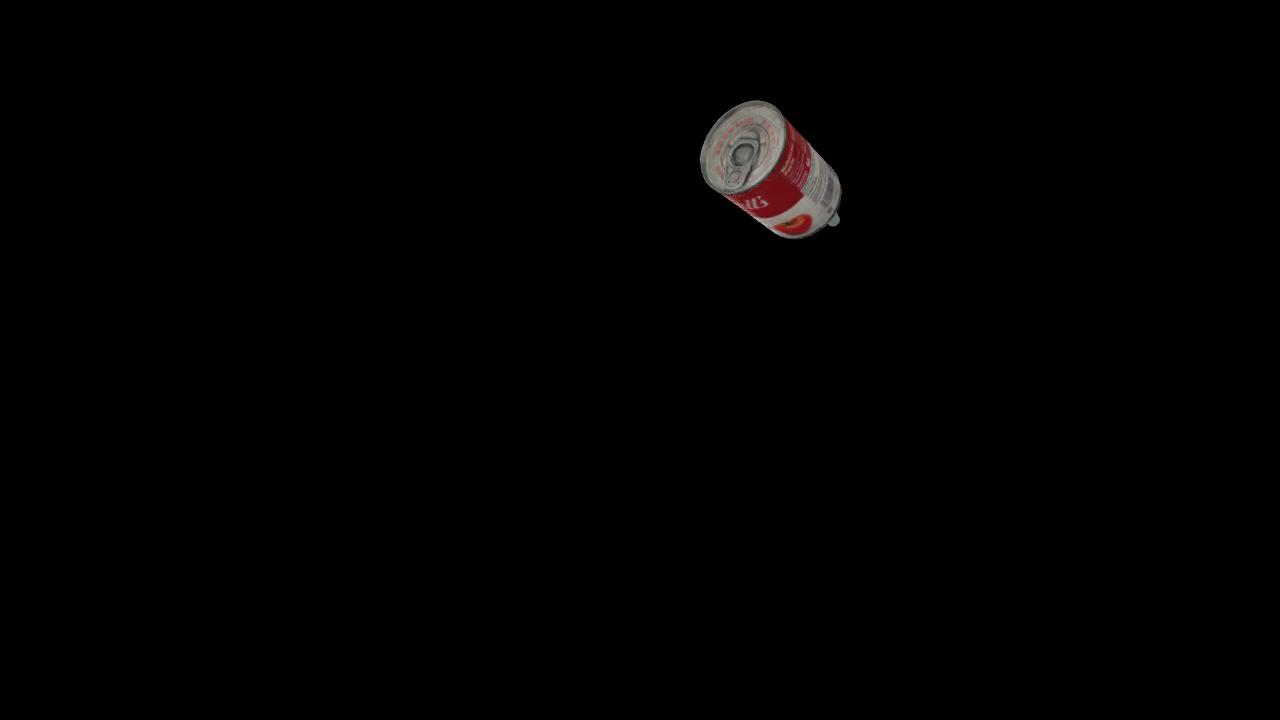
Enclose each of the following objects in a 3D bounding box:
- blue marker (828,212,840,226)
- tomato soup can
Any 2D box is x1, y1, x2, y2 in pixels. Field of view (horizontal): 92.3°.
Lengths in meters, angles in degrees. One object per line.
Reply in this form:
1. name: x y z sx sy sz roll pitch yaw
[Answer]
1. blue marker: 0.299 -0.246 0.982 0.020 0.020 0.121 0 36 6
2. tomato soup can: 0.100 -0.137 0.459 0.068 0.068 0.101 0 -10 40
